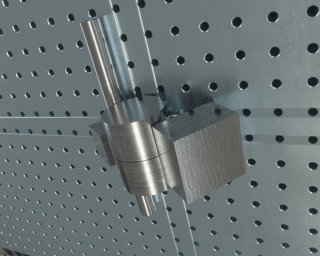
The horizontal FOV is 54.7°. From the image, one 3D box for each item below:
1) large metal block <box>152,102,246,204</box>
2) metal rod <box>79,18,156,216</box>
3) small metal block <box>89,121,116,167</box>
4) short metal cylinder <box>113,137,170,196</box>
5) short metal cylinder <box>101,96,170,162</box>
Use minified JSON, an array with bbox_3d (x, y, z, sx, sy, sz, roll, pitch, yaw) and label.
[{"bbox_3d":[0.046,0.026,0.353,0.050,0.081,0.080,35,143,57],"label":"large metal block"},{"bbox_3d":[-0.052,0.002,0.434,0.025,0.025,0.298,0,119,28],"label":"metal rod"},{"bbox_3d":[-0.075,0.021,0.444,0.050,0.025,0.050,29,138,56],"label":"small metal block"},{"bbox_3d":[-0.015,0.043,0.405,0.080,0.080,0.050,1,119,28],"label":"short metal cylinder"},{"bbox_3d":[-0.027,-0.001,0.384,0.080,0.080,0.050,1,119,28],"label":"short metal cylinder"}]
